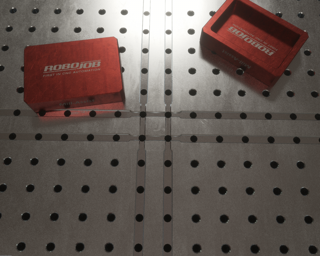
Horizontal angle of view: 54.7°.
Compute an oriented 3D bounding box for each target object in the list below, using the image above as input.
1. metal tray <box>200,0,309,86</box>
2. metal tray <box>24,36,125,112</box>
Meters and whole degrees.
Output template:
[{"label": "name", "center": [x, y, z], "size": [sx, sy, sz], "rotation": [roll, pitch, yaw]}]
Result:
[{"label": "metal tray", "center": [0.137, -0.133, 0.459], "size": [0.130, 0.030, 0.090], "rotation": [35, 73, 11]}, {"label": "metal tray", "center": [-0.119, -0.076, 0.436], "size": [0.131, 0.030, 0.090], "rotation": [-8, 70, -3]}]
